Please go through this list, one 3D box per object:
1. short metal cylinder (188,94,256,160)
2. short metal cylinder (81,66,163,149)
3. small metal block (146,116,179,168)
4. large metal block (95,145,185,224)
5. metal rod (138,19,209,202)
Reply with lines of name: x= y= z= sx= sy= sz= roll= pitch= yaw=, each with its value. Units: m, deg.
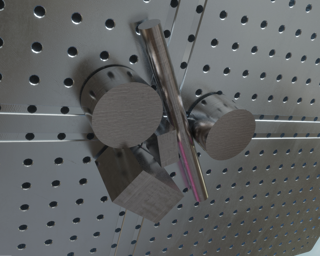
short metal cylinder: x=0.086 y=-0.001 z=0.436 sx=0.081 sy=0.050 sz=0.079 roll=-14 pitch=124 yaw=-21
short metal cylinder: x=-0.044 y=-0.024 z=0.352 sx=0.081 sy=0.050 sz=0.079 roll=-14 pitch=124 yaw=-21
small metal block: x=0.000 y=0.014 z=0.399 sx=0.025 sy=0.050 sz=0.050 roll=-20 pitch=126 yaw=-17
large metal block: x=-0.027 y=0.064 z=0.395 sx=0.050 sy=0.080 sz=0.080 roll=-47 pitch=129 yaw=5
metal rod: x=0.028 y=0.000 z=0.422 sx=0.025 sy=0.025 sz=0.299 roll=-28 pitch=128 yaw=-11
